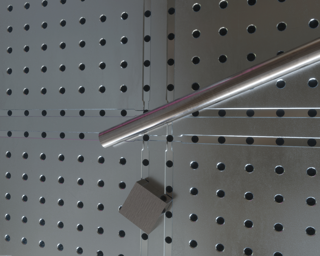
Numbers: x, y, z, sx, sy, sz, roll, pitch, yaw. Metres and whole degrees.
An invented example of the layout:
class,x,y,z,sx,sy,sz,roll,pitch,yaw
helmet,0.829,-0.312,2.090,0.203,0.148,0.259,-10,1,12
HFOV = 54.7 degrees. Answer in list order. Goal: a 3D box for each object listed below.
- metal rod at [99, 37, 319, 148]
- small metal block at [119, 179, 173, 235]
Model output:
class,x,y,z,sx,sy,sz,roll,pitch,yaw
metal rod,0.052,-0.037,0.393,0.300,0.025,0.025,-22,83,18
small metal block,-0.019,0.105,0.419,0.050,0.025,0.050,32,100,17
